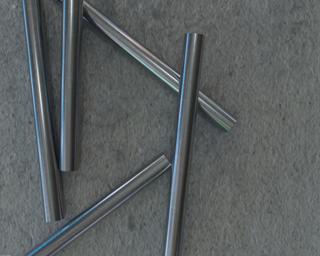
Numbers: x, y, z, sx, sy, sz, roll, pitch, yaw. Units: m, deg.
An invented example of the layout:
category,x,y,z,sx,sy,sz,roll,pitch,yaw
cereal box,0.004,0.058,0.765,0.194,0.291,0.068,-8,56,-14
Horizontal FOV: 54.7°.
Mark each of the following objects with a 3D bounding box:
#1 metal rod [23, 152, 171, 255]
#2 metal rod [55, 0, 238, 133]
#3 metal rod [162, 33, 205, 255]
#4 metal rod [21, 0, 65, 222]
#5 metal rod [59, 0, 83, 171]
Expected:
category,x,y,z,sx,sy,sz,roll,pitch,yaw
metal rod,-0.110,0.131,0.408,0.301,0.025,0.025,-37,90,-1
metal rod,-0.024,-0.096,0.409,0.300,0.025,0.025,38,90,-1
metal rod,0.028,0.035,0.393,0.025,0.025,0.298,5,97,-1
metal rod,-0.154,-0.028,0.407,0.025,0.025,0.298,-6,90,-1
metal rod,-0.111,-0.094,0.390,0.025,0.025,0.298,3,97,-1
